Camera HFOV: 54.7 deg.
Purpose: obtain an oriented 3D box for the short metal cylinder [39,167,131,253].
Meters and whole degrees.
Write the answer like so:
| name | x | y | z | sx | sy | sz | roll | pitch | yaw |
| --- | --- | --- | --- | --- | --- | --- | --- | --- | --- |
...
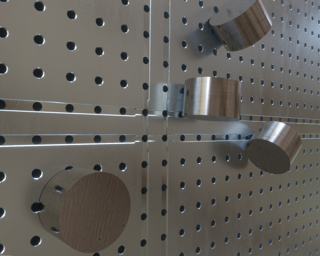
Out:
| name | x | y | z | sx | sy | sz | roll | pitch | yaw |
| --- | --- | --- | --- | --- | --- | --- | --- | --- | --- |
| short metal cylinder | -0.079 | 0.084 | 0.328 | 0.081 | 0.050 | 0.079 | 0 | 90 | -41 |

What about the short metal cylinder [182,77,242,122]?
| name | x | y | z | sx | sy | sz | roll | pitch | yaw |
| --- | --- | --- | --- | --- | --- | --- | --- | --- | --- |
| short metal cylinder | 0.073 | -0.038 | 0.437 | 0.081 | 0.080 | 0.050 | 7 | 86 | -40 |

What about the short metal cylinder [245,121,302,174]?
| name | x | y | z | sx | sy | sz | roll | pitch | yaw |
| --- | --- | --- | --- | --- | --- | --- | --- | --- | --- |
| short metal cylinder | 0.198 | 0.034 | 0.543 | 0.050 | 0.080 | 0.080 | -45 | 118 | -31 |

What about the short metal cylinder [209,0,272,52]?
| name | x | y | z | sx | sy | sz | roll | pitch | yaw |
| --- | --- | --- | --- | --- | --- | --- | --- | --- | --- |
| short metal cylinder | 0.125 | -0.165 | 0.480 | 0.050 | 0.080 | 0.080 | 49 | 61 | -29 |
